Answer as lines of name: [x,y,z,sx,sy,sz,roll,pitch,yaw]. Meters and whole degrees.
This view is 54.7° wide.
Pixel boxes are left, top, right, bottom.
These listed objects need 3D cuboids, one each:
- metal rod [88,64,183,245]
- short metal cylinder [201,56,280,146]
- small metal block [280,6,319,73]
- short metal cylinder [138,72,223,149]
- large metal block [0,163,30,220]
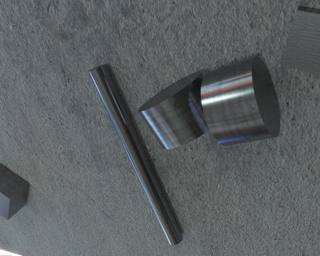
metal rod: [-0.028,0.052,0.451,0.025,0.025,0.299,-9,114,32]
short metal cylinder: [0.083,-0.025,0.311,0.050,0.080,0.080,-14,112,33]
small metal block: [0.144,-0.079,0.282,0.050,0.025,0.050,18,125,17]
short metal cylinder: [0.023,-0.020,0.346,0.080,0.080,0.050,-24,106,36]
large metal block: [-0.323,0.130,0.638,0.080,0.050,0.079,32,128,7]
